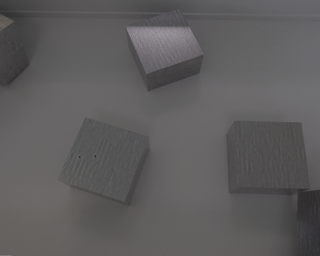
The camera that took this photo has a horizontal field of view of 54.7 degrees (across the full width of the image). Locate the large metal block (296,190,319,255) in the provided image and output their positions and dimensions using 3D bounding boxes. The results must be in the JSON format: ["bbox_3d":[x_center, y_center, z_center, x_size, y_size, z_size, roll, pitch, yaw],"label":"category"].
[{"bbox_3d":[0.197,0.110,0.329,0.050,0.080,0.080,26,61,-21],"label":"large metal block"}]

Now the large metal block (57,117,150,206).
[{"bbox_3d":[-0.064,0.042,0.380,0.080,0.050,0.080,17,71,6],"label":"large metal block"}]

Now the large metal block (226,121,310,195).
[{"bbox_3d":[0.129,0.038,0.383,0.080,0.050,0.080,2,70,0],"label":"large metal block"}]

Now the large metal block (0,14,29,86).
[{"bbox_3d":[-0.234,-0.115,0.416,0.080,0.080,0.050,30,60,10],"label":"large metal block"}]

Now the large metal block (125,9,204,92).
[{"bbox_3d":[0.005,-0.109,0.436,0.080,0.050,0.080,-21,71,-7],"label":"large metal block"}]
